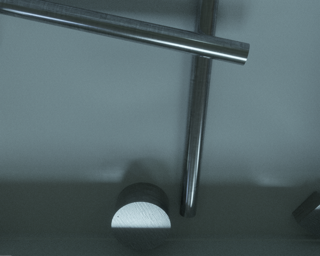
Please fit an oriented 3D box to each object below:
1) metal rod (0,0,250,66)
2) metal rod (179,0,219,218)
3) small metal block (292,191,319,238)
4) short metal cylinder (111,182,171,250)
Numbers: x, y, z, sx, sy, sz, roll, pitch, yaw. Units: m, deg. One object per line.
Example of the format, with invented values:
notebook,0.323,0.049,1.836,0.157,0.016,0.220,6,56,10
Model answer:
metal rod,-0.050,-0.115,0.352,0.302,0.025,0.025,12,110,1
metal rod,0.048,-0.014,0.406,0.025,0.025,0.298,2,110,-1
small metal block,0.237,0.131,0.461,0.050,0.025,0.050,33,110,-12
short metal cylinder,-0.026,0.126,0.444,0.081,0.050,0.079,0,110,-1
